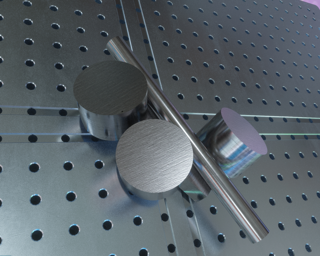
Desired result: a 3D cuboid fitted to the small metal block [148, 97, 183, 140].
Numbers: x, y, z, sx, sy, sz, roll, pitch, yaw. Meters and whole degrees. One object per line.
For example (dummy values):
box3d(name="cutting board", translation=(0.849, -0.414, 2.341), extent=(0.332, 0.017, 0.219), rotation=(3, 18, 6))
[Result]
box3d(name="small metal block", translation=(-0.005, -0.011, 0.408), extent=(0.050, 0.025, 0.050), rotation=(40, 51, -1))

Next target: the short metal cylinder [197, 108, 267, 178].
box3d(name="short metal cylinder", translation=(0.094, 0.019, 0.410), extent=(0.080, 0.050, 0.080), rotation=(32, 29, -20))

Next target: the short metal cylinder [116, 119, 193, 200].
box3d(name="short metal cylinder", translation=(-0.007, 0.036, 0.344), extent=(0.081, 0.050, 0.080), rotation=(1, 68, -3))

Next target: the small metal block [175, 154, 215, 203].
box3d(name="small metal block", translation=(0.045, 0.057, 0.393), extent=(0.050, 0.025, 0.050), rotation=(42, 51, 1))

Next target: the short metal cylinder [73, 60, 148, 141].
box3d(name="short metal cylinder", translation=(-0.055, -0.032, 0.360), extent=(0.081, 0.050, 0.080), rotation=(2, 56, -2))

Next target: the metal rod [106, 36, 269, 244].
box3d(name="metal rod", translation=(0.027, 0.006, 0.382), extent=(0.025, 0.025, 0.299), rotation=(-29, 77, -37))
